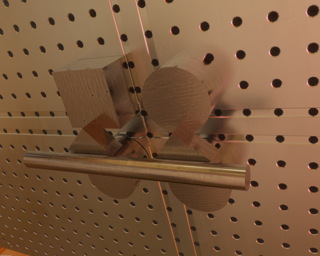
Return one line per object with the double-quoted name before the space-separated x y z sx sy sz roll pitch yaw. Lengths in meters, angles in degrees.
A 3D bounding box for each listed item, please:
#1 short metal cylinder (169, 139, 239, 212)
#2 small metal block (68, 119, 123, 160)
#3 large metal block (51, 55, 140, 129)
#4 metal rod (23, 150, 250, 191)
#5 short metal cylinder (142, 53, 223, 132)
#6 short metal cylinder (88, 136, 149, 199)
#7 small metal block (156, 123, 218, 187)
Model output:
"short metal cylinder" 0.057 0.061 0.403 0.080 0.050 0.079 13 124 21
"small metal block" -0.086 0.025 0.408 0.050 0.025 0.050 42 129 -1
"large metal block" -0.083 -0.047 0.409 0.080 0.050 0.080 1 119 27
"metal rod" -0.049 0.046 0.368 0.300 0.025 0.025 1 119 27
"short metal cylinder" 0.027 -0.040 0.356 0.080 0.050 0.079 13 124 21
"short metal cylinder" -0.062 0.058 0.463 0.080 0.050 0.079 13 124 21
"small metal block" 0.028 0.031 0.351 0.050 0.025 0.050 35 129 5
